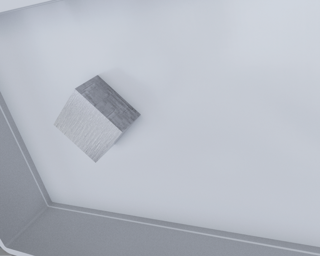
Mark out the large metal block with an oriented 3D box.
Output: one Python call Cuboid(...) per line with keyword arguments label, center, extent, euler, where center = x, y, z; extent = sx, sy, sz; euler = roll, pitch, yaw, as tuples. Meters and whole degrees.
Cuboid(label="large metal block", center=(-0.088, -0.012, 0.430), extent=(0.080, 0.050, 0.080), euler=(43, 129, -2))
